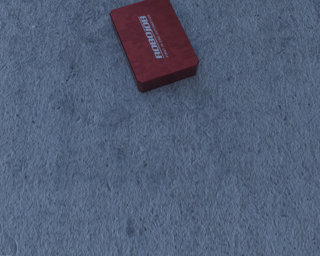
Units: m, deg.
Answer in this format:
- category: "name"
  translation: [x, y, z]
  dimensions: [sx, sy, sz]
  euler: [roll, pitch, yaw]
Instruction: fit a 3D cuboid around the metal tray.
- category: "metal tray"
  translation: [-0.010, -0.125, 0.451]
  dimensions: [0.091, 0.030, 0.130]
  euler: [-20, 71, -7]
